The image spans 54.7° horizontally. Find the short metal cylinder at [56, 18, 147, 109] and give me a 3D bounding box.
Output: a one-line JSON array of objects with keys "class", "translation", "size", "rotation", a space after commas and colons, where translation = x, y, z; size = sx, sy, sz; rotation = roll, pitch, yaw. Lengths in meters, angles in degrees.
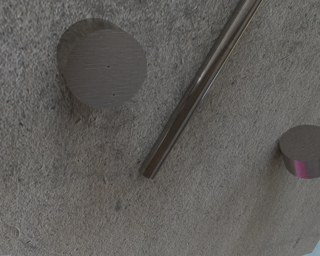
[{"class": "short metal cylinder", "translation": [-0.060, -0.066, 0.317], "size": [0.081, 0.050, 0.079], "rotation": [-14, 124, -21]}]

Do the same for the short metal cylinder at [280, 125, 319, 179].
[{"class": "short metal cylinder", "translation": [0.253, 0.040, 0.535], "size": [0.080, 0.080, 0.050], "rotation": [-35, 129, -5]}]

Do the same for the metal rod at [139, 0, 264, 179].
[{"class": "metal rod", "translation": [0.055, -0.060, 0.399], "size": [0.025, 0.025, 0.298], "rotation": [20, 108, -36]}]
